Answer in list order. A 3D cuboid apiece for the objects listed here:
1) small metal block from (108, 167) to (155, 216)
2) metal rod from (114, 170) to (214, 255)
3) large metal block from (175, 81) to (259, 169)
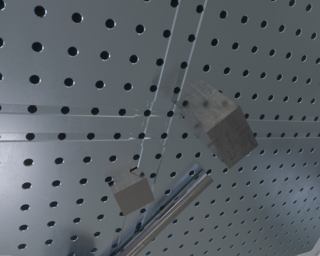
[{"bbox_3d":[-0.040,0.092,0.446,0.050,0.025,0.050,-26,128,-13],"label":"small metal block"},{"bbox_3d":[-0.028,0.182,0.508,0.300,0.025,0.025,-45,129,3],"label":"metal rod"},{"bbox_3d":[0.075,-0.005,0.413,0.050,0.080,0.080,-39,129,-2],"label":"large metal block"}]
